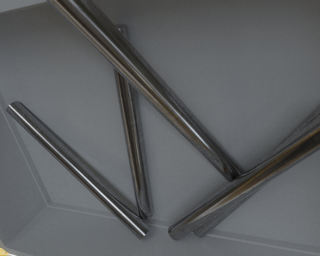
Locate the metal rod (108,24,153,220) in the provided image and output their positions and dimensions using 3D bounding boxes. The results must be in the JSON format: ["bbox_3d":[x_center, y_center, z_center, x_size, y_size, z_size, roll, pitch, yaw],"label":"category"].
[{"bbox_3d":[-0.037,0.011,0.433,0.025,0.025,0.298,8,122,23],"label":"metal rod"}]

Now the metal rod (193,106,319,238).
[{"bbox_3d":[0.123,0.058,0.378,0.025,0.025,0.298,36,129,4],"label":"metal rod"}]

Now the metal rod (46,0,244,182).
[{"bbox_3d":[0.009,-0.024,0.307,0.025,0.025,0.300,-16,136,34],"label":"metal rod"}]

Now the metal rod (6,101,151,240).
[{"bbox_3d":[-0.134,0.065,0.500,0.300,0.025,0.025,42,129,5],"label":"metal rod"}]

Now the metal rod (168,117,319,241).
[{"bbox_3d":[0.094,0.075,0.375,0.025,0.025,0.298,40,132,0],"label":"metal rod"}]
